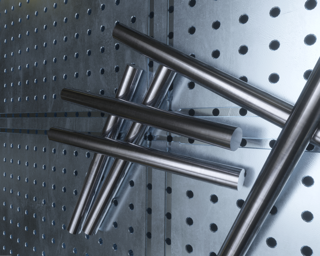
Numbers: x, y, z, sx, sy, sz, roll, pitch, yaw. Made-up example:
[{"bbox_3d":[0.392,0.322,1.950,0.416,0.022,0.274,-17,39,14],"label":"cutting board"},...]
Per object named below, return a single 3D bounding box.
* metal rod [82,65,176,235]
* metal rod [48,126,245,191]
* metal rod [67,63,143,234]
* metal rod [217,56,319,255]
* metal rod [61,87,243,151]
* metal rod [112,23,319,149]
[{"bbox_3d":[-0.050,0.041,0.452,0.025,0.025,0.298,41,115,32],"label":"metal rod"},{"bbox_3d":[-0.039,0.033,0.413,0.300,0.025,0.025,11,97,30],"label":"metal rod"},{"bbox_3d":[-0.091,0.043,0.486,0.025,0.025,0.298,36,112,34],"label":"metal rod"},{"bbox_3d":[0.104,0.055,0.297,0.025,0.025,0.298,36,120,34],"label":"metal rod"},{"bbox_3d":[-0.036,-0.021,0.406,0.300,0.025,0.025,16,100,38],"label":"metal rod"},{"bbox_3d":[0.055,-0.056,0.346,0.300,0.025,0.025,34,111,29],"label":"metal rod"}]
